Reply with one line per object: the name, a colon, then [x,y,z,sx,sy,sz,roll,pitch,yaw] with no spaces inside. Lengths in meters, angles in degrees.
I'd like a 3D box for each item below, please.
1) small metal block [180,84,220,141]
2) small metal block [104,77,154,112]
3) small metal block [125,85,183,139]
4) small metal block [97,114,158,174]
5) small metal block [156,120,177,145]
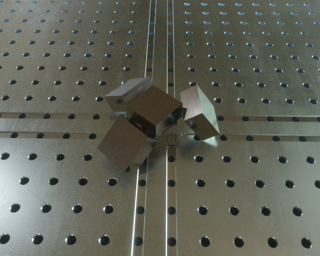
small metal block: [0.052,-0.019,0.405,0.025,0.050,0.050,-24,46,23]
small metal block: [-0.041,-0.046,0.431,0.050,0.025,0.050,-39,24,-28]
small metal block: [-0.007,-0.021,0.393,0.050,0.025,0.050,34,57,25]
small metal block: [-0.039,0.020,0.374,0.050,0.025,0.050,37,96,27]
small metal block: [-0.003,-0.005,0.412,0.050,0.025,0.050,1,53,1]
